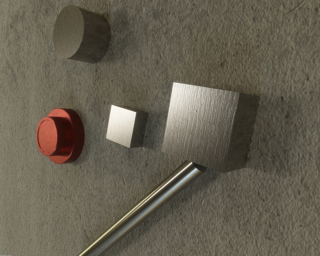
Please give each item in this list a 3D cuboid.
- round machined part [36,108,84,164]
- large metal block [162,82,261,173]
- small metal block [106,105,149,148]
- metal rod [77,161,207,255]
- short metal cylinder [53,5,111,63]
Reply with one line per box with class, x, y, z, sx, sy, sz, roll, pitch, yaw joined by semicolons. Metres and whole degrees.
round machined part;-0.179;0.014;0.538;0.098;0.042;0.097;0;90;39
large metal block;0.055;-0.003;0.342;0.080;0.050;0.079;16;100;38
small metal block;-0.047;-0.003;0.442;0.050;0.025;0.050;18;101;38
metal rod;-0.045;0.134;0.439;0.299;0.025;0.025;-46;63;30
short metal cylinder;-0.124;-0.146;0.488;0.080;0.050;0.079;0;90;39
